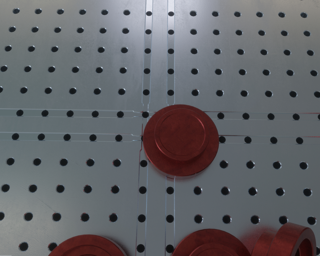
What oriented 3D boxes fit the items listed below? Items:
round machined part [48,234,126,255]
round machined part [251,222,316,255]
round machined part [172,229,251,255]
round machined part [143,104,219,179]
[{"bbox_3d":[-0.079,0.169,0.341,0.099,0.042,0.098,0,70,0],"label":"round machined part"},{"bbox_3d":[0.128,0.149,0.330,0.042,0.098,0.098,6,65,42],"label":"round machined part"},{"bbox_3d":[0.058,0.163,0.344,0.099,0.042,0.098,0,70,0],"label":"round machined part"},{"bbox_3d":[0.027,0.014,0.398,0.099,0.042,0.098,0,70,0],"label":"round machined part"}]
